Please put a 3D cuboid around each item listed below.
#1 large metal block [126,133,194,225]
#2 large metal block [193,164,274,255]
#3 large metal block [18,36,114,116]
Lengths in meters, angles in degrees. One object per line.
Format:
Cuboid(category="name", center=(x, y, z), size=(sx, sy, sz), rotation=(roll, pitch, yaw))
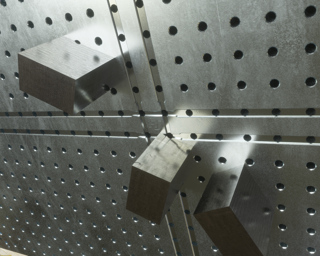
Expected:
Cuboid(category="large metal block", center=(0.000, 0.066, 0.416), size=(0.050, 0.080, 0.079), rotation=(22, 127, 15))
Cuboid(category="large metal block", center=(0.096, 0.107, 0.390), size=(0.050, 0.080, 0.080), rotation=(-26, 104, 37))
Cuboid(category="large metal block", center=(-0.117, -0.069, 0.392), size=(0.080, 0.080, 0.050), rotation=(25, 127, 12))
